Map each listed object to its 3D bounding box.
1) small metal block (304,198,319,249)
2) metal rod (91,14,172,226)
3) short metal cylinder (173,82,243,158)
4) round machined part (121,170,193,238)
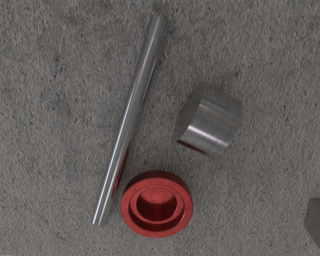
[{"bbox_3d":[0.236,0.137,0.449,0.025,0.050,0.050,1,110,0],"label":"small metal block"},{"bbox_3d":[-0.044,0.004,0.410,0.025,0.025,0.298,17,109,-6],"label":"metal rod"},{"bbox_3d":[0.056,-0.009,0.377,0.050,0.080,0.080,25,108,-9],"label":"short metal cylinder"},{"bbox_3d":[-0.004,0.103,0.438,0.099,0.042,0.097,0,110,0],"label":"round machined part"}]
